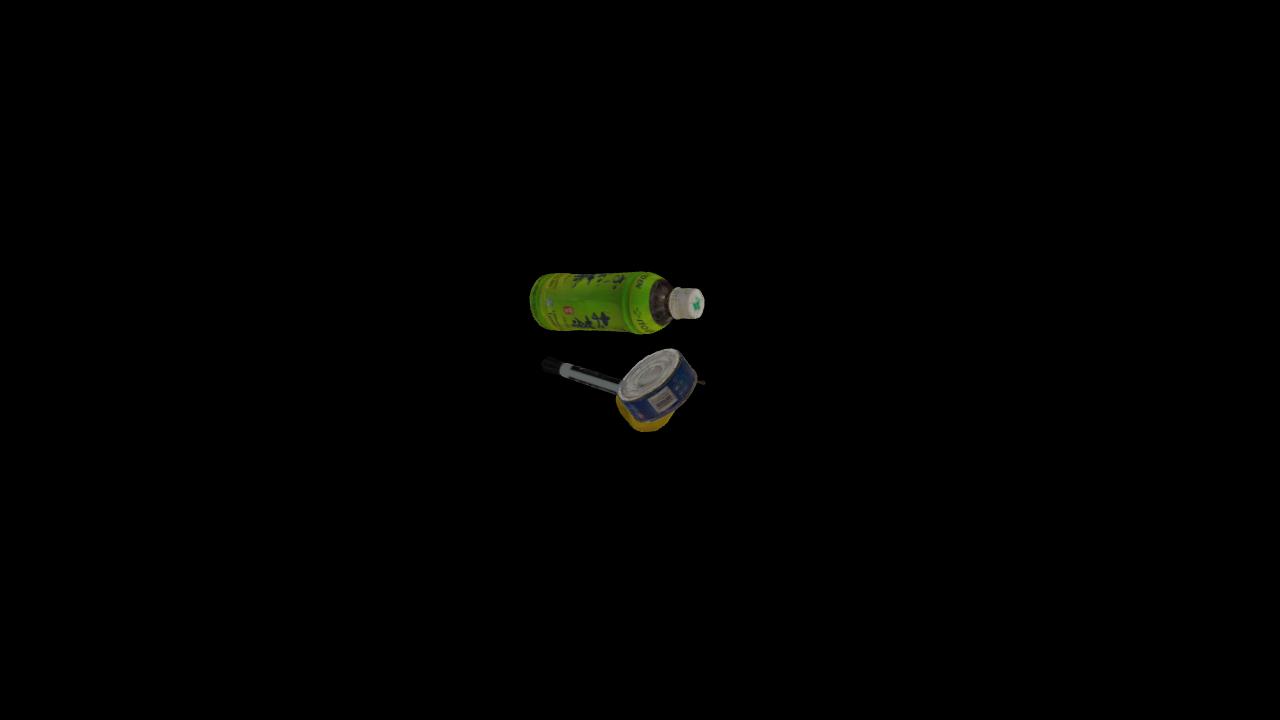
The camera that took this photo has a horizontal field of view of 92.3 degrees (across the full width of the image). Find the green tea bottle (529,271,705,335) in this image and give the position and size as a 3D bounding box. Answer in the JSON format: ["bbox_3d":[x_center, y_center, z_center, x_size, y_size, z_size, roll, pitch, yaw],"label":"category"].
[{"bbox_3d":[-0.026,-0.064,0.681,0.212,0.073,0.073,3,2,35],"label":"green tea bottle"}]

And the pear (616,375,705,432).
[{"bbox_3d":[0.026,0.038,0.770,0.111,0.080,0.080,-30,11,-19],"label":"pear"}]

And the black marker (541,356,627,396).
[{"bbox_3d":[-0.060,0.019,0.695,0.121,0.020,0.020,17,7,24],"label":"black marker"}]

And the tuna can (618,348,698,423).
[{"bbox_3d":[0.017,0.026,0.658,0.084,0.034,0.084,-31,24,16],"label":"tuna can"}]
